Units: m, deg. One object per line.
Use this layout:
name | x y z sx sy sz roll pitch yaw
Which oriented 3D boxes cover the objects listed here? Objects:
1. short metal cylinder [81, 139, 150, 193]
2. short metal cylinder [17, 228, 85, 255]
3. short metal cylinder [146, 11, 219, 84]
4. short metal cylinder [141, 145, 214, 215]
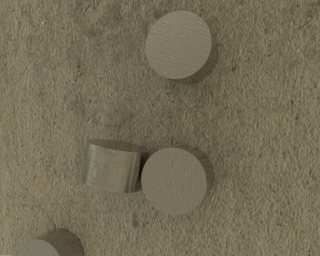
short metal cylinder | -0.057 0.047 0.400 0.080 0.080 0.050 12 94 19
short metal cylinder | -0.159 0.194 0.452 0.080 0.050 0.080 0 90 20
short metal cylinder | 0.029 -0.097 0.385 0.080 0.050 0.080 0 90 20
short metal cylinder | 0.024 0.062 0.387 0.080 0.050 0.080 0 90 20
